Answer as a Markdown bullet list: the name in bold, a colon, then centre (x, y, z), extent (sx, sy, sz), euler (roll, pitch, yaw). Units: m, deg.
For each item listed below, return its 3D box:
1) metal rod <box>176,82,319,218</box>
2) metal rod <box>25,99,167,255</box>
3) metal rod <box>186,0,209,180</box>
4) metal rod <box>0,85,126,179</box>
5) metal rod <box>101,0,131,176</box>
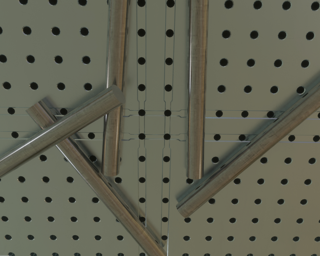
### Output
- **metal rod**: centre (0.138, 0.023, 0.423), extent (0.025, 0.025, 0.299), euler (43, 104, -14)
- **metal rod**: centre (-0.081, 0.088, 0.444), extent (0.025, 0.025, 0.299), euler (-32, 108, 10)
- **metal rod**: centre (0.046, -0.073, 0.387), extent (0.025, 0.025, 0.298), euler (-1, 110, 0)
- **metal rod**: centre (-0.172, 0.030, 0.399), extent (0.300, 0.025, 0.025), euler (-29, 108, 18)
- **metal rod**: centre (-0.054, -0.077, 0.384), extent (0.025, 0.025, 0.298), euler (5, 110, -3)
